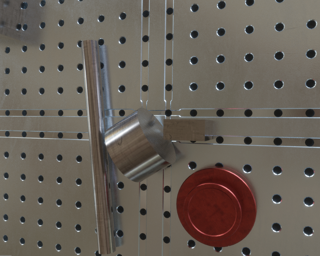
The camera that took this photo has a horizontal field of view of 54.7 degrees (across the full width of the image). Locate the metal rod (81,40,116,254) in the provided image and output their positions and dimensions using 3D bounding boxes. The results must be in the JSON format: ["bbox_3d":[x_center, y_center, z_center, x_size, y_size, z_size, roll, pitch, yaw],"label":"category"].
[{"bbox_3d":[-0.088,0.025,0.442,0.025,0.025,0.298,-6,88,19],"label":"metal rod"}]

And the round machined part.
[{"bbox_3d":[0.067,0.098,0.380,0.098,0.042,0.097,0,90,19],"label":"round machined part"}]

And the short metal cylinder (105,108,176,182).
[{"bbox_3d":[-0.023,0.021,0.391,0.050,0.080,0.080,-32,80,17],"label":"short metal cylinder"}]

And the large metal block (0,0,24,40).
[{"bbox_3d":[-0.269,-0.187,0.492,0.080,0.050,0.079,8,93,19],"label":"large metal block"}]

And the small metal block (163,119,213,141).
[{"bbox_3d":[0.036,0.002,0.386,0.050,0.050,0.025,1,91,19],"label":"small metal block"}]
